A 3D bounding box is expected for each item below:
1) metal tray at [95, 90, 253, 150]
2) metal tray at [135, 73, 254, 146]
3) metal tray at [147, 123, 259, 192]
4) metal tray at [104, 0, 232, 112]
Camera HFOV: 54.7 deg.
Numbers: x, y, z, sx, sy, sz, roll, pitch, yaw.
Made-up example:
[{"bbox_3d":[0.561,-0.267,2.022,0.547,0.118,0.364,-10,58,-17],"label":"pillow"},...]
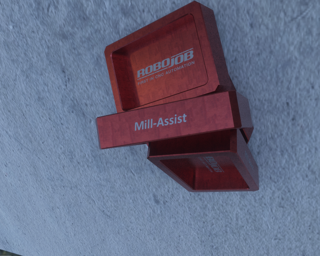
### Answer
[{"bbox_3d":[0.017,-0.005,0.301,0.130,0.090,0.030,-10,86,22],"label":"metal tray"},{"bbox_3d":[0.034,-0.010,0.377,0.130,0.030,0.090,-18,109,34],"label":"metal tray"},{"bbox_3d":[0.054,0.040,0.347,0.090,0.030,0.130,-7,151,24],"label":"metal tray"},{"bbox_3d":[0.003,-0.065,0.335,0.130,0.030,0.090,-15,85,35],"label":"metal tray"}]
